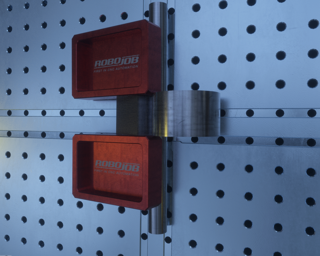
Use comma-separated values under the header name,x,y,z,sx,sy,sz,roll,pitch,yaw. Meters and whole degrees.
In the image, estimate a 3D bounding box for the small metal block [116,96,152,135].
name,x,y,z,sx,sy,sz,roll,pitch,yaw
small metal block,-0.034,-0.016,0.409,0.050,0.025,0.050,1,91,51

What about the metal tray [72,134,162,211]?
name,x,y,z,sx,sy,sz,roll,pitch,yaw
metal tray,-0.060,0.054,0.412,0.130,0.030,0.089,1,90,32

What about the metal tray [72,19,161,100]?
name,x,y,z,sx,sy,sz,roll,pitch,yaw
metal tray,-0.061,-0.085,0.413,0.130,0.030,0.089,0,90,32

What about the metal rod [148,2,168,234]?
name,x,y,z,sx,sy,sz,roll,pitch,yaw
metal rod,-0.003,-0.013,0.409,0.025,0.025,0.298,0,90,20

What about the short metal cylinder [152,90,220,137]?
name,x,y,z,sx,sy,sz,roll,pitch,yaw
short metal cylinder,0.031,-0.016,0.369,0.080,0.080,0.050,0,90,20
